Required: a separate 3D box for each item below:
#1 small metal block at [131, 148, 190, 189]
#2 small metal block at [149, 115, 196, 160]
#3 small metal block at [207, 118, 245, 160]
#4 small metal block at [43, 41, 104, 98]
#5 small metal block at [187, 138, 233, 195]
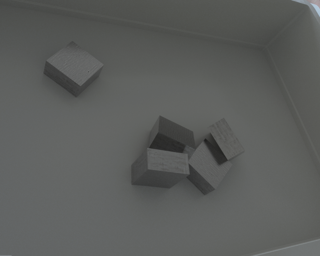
[{"bbox_3d":[-0.001,0.048,0.360,0.050,0.050,0.025,10,58,-23],"label":"small metal block"},{"bbox_3d":[0.015,0.015,0.390,0.050,0.025,0.050,26,23,-10],"label":"small metal block"},{"bbox_3d":[0.092,0.017,0.426,0.050,0.025,0.050,60,8,14],"label":"small metal block"},{"bbox_3d":[-0.109,-0.075,0.393,0.050,0.025,0.050,37,51,-4],"label":"small metal block"},{"bbox_3d":[0.059,0.050,0.407,0.050,0.025,0.050,45,51,2],"label":"small metal block"}]
